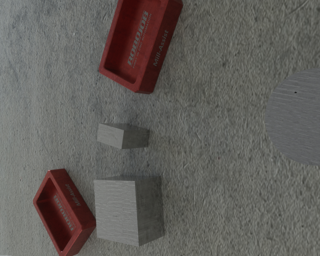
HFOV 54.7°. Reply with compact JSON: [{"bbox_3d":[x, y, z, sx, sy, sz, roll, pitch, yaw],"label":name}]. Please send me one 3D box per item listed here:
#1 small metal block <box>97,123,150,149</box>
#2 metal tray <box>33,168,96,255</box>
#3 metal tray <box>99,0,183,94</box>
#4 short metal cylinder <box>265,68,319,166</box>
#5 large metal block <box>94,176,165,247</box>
[{"bbox_3d":[-0.050,0.010,0.430,0.050,0.050,0.025,14,99,39],"label":"small metal block"},{"bbox_3d":[-0.170,0.147,0.541,0.130,0.030,0.089,48,118,29],"label":"metal tray"},{"bbox_3d":[-0.031,-0.122,0.426,0.090,0.030,0.129,32,110,35],"label":"metal tray"},{"bbox_3d":[0.141,-0.009,0.272,0.080,0.050,0.080,0,90,40],"label":"short metal cylinder"},{"bbox_3d":[-0.043,0.108,0.424,0.080,0.050,0.080,-6,86,39],"label":"large metal block"}]
